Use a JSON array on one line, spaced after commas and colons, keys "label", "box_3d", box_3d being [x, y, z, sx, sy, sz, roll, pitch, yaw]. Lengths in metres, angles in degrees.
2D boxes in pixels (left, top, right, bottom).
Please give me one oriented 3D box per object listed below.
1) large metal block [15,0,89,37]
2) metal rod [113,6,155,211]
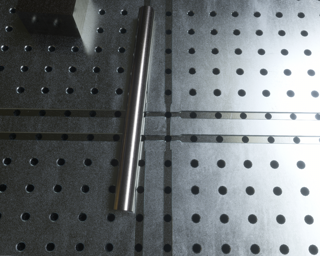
[{"label": "large metal block", "box_3d": [-0.157, -0.188, 0.465, 0.081, 0.050, 0.080, 5, 70, 1]}, {"label": "metal rod", "box_3d": [-0.032, -0.040, 0.425, 0.025, 0.025, 0.299, 5, 70, 1]}]
